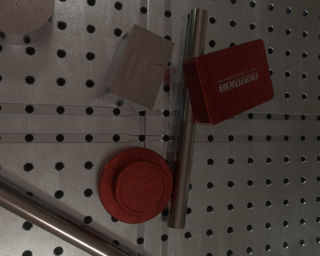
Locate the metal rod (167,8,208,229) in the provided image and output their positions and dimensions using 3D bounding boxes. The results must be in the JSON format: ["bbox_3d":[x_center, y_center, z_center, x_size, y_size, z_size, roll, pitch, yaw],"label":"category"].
[{"bbox_3d":[0.038,-0.014,0.427,0.025,0.025,0.298,7,88,-20],"label":"metal rod"}]

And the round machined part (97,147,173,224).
[{"bbox_3d":[-0.028,0.074,0.394,0.099,0.042,0.097,0,90,-21],"label":"round machined part"}]

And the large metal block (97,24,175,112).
[{"bbox_3d":[-0.032,-0.066,0.372,0.050,0.080,0.080,21,83,-19],"label":"large metal block"}]

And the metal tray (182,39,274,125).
[{"bbox_3d":[0.099,-0.066,0.431,0.131,0.030,0.089,-22,103,-30],"label":"metal tray"}]

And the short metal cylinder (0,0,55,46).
[{"bbox_3d":[-0.159,-0.137,0.340,0.081,0.050,0.079,0,90,-20],"label":"short metal cylinder"}]

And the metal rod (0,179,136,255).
[{"bbox_3d":[-0.120,0.116,0.368,0.301,0.025,0.025,37,78,-17],"label":"metal rod"}]
